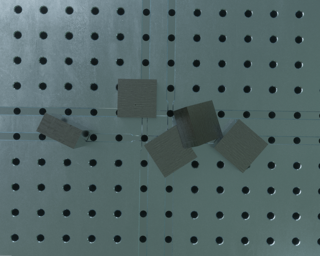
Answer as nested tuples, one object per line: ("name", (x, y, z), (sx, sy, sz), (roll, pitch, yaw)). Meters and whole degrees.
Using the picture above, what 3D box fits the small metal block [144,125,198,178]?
("small metal block", (0.014, 0.030, 0.413), (0.050, 0.025, 0.050), (-33, 90, 0))

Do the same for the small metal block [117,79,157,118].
("small metal block", (-0.030, -0.038, 0.413), (0.050, 0.025, 0.050), (1, 90, 0))

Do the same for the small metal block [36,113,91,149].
("small metal block", (-0.122, 0.003, 0.400), (0.050, 0.050, 0.025), (26, 90, 0))

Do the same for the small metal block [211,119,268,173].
("small metal block", (0.105, 0.023, 0.414), (0.050, 0.025, 0.050), (41, 90, 0))

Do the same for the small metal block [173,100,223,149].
("small metal block", (0.050, -0.005, 0.400), (0.050, 0.025, 0.050), (-17, 90, -41))
